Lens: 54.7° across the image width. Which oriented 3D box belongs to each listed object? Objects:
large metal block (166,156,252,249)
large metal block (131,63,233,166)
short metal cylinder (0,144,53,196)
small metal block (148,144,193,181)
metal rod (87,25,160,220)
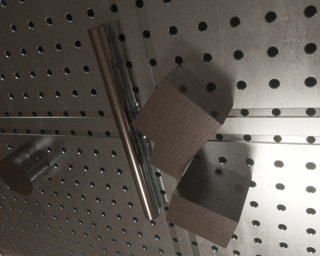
[{"bbox_3d":[0.064,0.092,0.398,0.080,0.080,0.050,22,126,15],"label":"large metal block"},{"bbox_3d":[0.026,-0.015,0.371,0.080,0.050,0.080,39,129,1],"label":"large metal block"},{"bbox_3d":[-0.248,0.077,0.570,0.080,0.050,0.079,13,124,20],"label":"short metal cylinder"},{"bbox_3d":[0.017,0.036,0.424,0.050,0.025,0.050,28,128,10],"label":"small metal block"},{"bbox_3d":[-0.044,0.009,0.438,0.025,0.025,0.298,1,119,27],"label":"metal rod"}]
